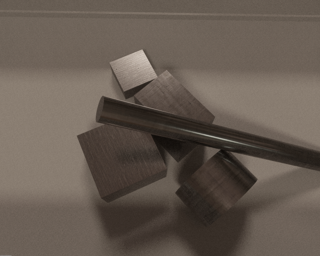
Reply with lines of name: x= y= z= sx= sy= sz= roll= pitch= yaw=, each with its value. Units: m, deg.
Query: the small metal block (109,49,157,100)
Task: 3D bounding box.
small metal block: x=-0.037 y=-0.076 z=0.437 sx=0.050 sy=0.025 sz=0.050 roll=-24 pitch=72 yaw=-9

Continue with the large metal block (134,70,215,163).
large metal block: x=0.016 y=-0.011 z=0.385 sx=0.050 sy=0.080 sz=0.080 roll=-40 pitch=75 yaw=-13

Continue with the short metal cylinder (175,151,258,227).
short metal cylinder: x=0.064 y=0.067 z=0.357 sx=0.080 sy=0.080 sz=0.050 roll=-39 pitch=75 yaw=-13

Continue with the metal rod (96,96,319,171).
metal rod: x=0.081 y=0.014 z=0.340 sx=0.302 sy=0.025 sz=0.025 roll=13 pitch=69 yaw=-23

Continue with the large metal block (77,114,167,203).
large metal block: x=-0.045 y=0.036 z=0.383 sx=0.080 sy=0.050 sz=0.080 roll=-23 pitch=72 yaw=-9
